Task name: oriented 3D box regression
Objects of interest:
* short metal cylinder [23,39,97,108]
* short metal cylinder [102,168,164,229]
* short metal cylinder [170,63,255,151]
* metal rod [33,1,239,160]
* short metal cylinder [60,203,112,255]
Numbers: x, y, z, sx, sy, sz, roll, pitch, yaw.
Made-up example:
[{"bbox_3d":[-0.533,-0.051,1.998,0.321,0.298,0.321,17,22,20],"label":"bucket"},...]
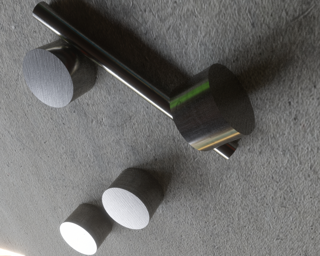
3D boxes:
[{"bbox_3d":[-0.134,-0.074,0.415,0.080,0.050,0.079,13,124,21],"label":"short metal cylinder"},{"bbox_3d":[-0.041,0.109,0.480,0.080,0.050,0.079,13,124,21],"label":"short metal cylinder"},{"bbox_3d":[0.056,-0.021,0.329,0.050,0.080,0.080,-28,103,37],"label":"short metal cylinder"},{"bbox_3d":[-0.032,-0.060,0.386,0.300,0.025,0.025,37,129,3],"label":"metal rod"},{"bbox_3d":[-0.138,0.189,0.581,0.080,0.050,0.079,13,124,21],"label":"short metal cylinder"}]
